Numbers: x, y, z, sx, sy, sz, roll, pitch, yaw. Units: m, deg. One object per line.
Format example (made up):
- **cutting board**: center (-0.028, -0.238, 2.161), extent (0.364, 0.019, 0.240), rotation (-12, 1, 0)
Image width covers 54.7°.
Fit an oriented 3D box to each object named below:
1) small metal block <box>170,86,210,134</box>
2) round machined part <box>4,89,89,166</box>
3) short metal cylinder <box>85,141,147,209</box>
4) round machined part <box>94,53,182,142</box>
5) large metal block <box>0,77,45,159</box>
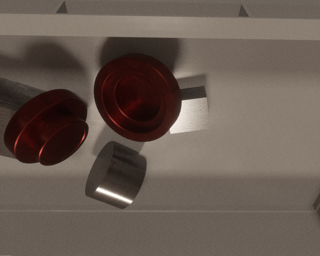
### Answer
- **small metal block**: center (0.034, -0.022, 0.391), extent (0.050, 0.025, 0.050), rotation (-8, 130, 6)
- **round machined part**: center (-0.124, 0.006, 0.362), extent (0.042, 0.099, 0.097), rotation (42, 129, 17)
- **short metal cylinder**: center (-0.061, 0.065, 0.427), extent (0.050, 0.080, 0.080), rotation (28, 125, -22)
- **round machined part**: center (-0.021, -0.037, 0.350), extent (0.098, 0.042, 0.097), rotation (11, 120, 20)
- **large metal block**: center (-0.195, -0.013, 0.378), extent (0.081, 0.050, 0.079), rotation (17, 128, -15)
